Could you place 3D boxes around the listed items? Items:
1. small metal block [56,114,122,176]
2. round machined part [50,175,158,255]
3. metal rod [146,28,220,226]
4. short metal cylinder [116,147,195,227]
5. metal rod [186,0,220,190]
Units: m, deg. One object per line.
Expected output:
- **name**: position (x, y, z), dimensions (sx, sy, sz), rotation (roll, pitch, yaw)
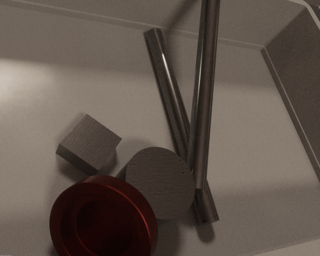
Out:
- **small metal block**: position (-0.080, 0.020, 0.351), dimensions (0.050, 0.025, 0.050), rotation (36, 51, -5)
- **round machined part**: position (-0.048, 0.090, 0.289), dimensions (0.098, 0.098, 0.042), rotation (47, 19, 4)
- **metal rod**: position (0.025, -0.019, 0.431), dimensions (0.025, 0.025, 0.299), rotation (0, 62, -29)
- **short metal cylinder**: position (-0.008, 0.068, 0.345), dimensions (0.081, 0.050, 0.080), rotation (14, 56, -21)
- **metal rod**: position (0.058, -0.073, 0.397), dimensions (0.025, 0.025, 0.299), rotation (12, 76, -22)
